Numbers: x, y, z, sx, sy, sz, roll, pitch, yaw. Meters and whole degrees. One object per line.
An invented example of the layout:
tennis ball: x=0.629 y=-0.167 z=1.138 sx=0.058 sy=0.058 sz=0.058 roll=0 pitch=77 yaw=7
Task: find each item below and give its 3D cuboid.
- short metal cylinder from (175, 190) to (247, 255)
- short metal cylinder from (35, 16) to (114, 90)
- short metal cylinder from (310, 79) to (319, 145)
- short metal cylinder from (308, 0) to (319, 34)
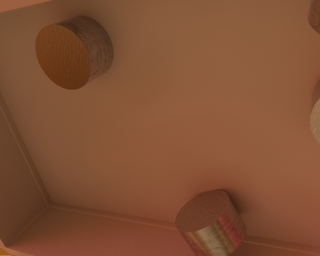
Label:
short metal cylinder: x=0.068 y=0.129 z=0.416 sx=0.080 sy=0.080 sz=0.050 roll=-22 pitch=107 yaw=36
short metal cylinder: x=-0.106 y=-0.094 z=0.388 sx=0.080 sy=0.050 sz=0.079 roll=13 pitch=124 yaw=20
short metal cylinder: x=0.184 y=-0.017 z=0.285 sx=0.080 sy=0.050 sz=0.079 roll=13 pitch=124 yaw=20
short metal cylinder: x=0.154 y=-0.101 z=0.221 sx=0.080 sy=0.080 sz=0.050 roll=12 pitch=142 yaw=21
